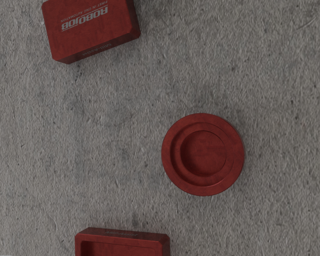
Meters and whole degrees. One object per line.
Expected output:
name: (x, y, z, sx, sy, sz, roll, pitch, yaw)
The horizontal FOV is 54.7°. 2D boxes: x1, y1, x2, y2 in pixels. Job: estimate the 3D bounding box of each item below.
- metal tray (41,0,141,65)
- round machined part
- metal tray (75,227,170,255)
metal tray: (-0.100, -0.154, 0.442, 0.130, 0.030, 0.090, -15, 85, 19)
round machined part: (0.055, 0.031, 0.381, 0.098, 0.042, 0.097, 0, 90, 20)
metal tray: (-0.052, 0.190, 0.424, 0.130, 0.030, 0.089, -2, 89, 19)
